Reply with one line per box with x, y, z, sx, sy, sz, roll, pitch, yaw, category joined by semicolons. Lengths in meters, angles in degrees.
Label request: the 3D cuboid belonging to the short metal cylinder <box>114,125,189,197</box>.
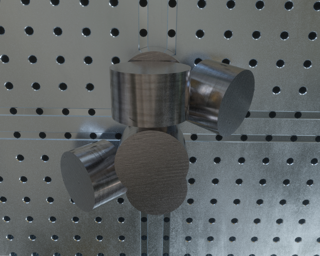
-0.009;0.031;0.357;0.081;0.050;0.079;0;110;0;short metal cylinder

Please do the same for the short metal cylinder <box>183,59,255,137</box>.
0.068;-0.036;0.364;0.050;0.081;0.079;25;114;34;short metal cylinder

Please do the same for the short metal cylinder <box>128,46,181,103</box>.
-0.008;-0.056;0.379;0.081;0.050;0.079;0;111;0;short metal cylinder

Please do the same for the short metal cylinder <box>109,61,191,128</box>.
-0.010;-0.037;0.315;0.081;0.080;0.050;0;110;0;short metal cylinder

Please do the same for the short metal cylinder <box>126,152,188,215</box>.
-0.005;0.071;0.425;0.081;0.050;0.079;0;111;-1;short metal cylinder

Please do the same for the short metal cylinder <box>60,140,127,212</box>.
-0.085;0.060;0.399;0.050;0.080;0.079;-20;117;-40;short metal cylinder
